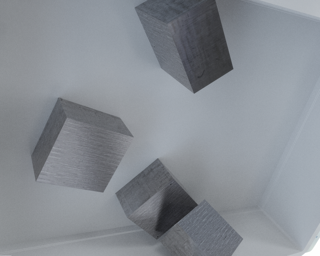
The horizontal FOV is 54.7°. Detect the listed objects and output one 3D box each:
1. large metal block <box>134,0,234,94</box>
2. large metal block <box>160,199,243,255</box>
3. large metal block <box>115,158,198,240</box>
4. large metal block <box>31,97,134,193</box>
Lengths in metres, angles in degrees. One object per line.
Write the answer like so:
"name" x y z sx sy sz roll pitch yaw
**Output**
"large metal block" 0.025 -0.095 0.328 0.050 0.080 0.080 -33 129 -7
"large metal block" 0.062 0.165 0.454 0.081 0.080 0.050 -22 151 -52
"large metal block" -0.004 0.105 0.455 0.080 0.050 0.080 -40 130 -1
"large metal block" -0.090 0.022 0.357 0.080 0.050 0.080 19 108 -36
